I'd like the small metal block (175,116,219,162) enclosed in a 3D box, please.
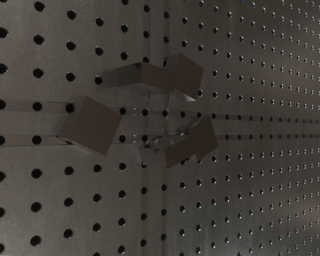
[{"bbox_3d":[0.056,0.015,0.458,0.050,0.025,0.050,-30,109,-36],"label":"small metal block"}]

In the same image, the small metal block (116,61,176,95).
[{"bbox_3d":[-0.018,-0.059,0.380,0.050,0.050,0.025,11,83,-40],"label":"small metal block"}]

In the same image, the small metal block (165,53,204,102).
[{"bbox_3d":[0.031,-0.070,0.438,0.050,0.025,0.050,24,75,-38],"label":"small metal block"}]

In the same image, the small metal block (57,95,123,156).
[{"bbox_3d":[-0.077,-0.002,0.346,0.050,0.025,0.050,32,70,-36],"label":"small metal block"}]

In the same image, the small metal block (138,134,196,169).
[{"bbox_3d":[0.009,0.029,0.403,0.050,0.050,0.025,-24,106,-38],"label":"small metal block"}]
